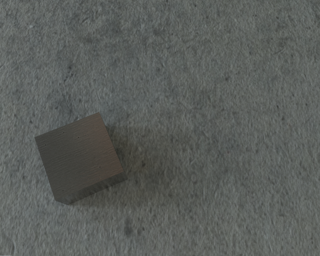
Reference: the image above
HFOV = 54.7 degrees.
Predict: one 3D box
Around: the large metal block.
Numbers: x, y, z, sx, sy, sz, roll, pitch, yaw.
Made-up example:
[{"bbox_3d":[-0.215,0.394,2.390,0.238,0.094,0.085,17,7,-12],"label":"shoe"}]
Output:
[{"bbox_3d":[-0.094,0.038,0.380,0.080,0.050,0.080,-23,72,-8],"label":"large metal block"}]
